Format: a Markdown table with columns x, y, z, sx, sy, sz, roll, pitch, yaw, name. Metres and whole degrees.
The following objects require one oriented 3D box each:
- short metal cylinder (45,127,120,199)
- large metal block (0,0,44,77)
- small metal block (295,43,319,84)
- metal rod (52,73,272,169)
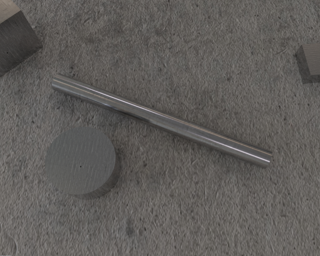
| x | y | z | sx | sy | sz | roll | pitch | yaw | name |
| --- | --- | --- | --- | --- | --- | --- | --- | --- | --- |
| -0.091 | 0.044 | 0.378 | 0.081 | 0.050 | 0.080 | 0 | 70 | 0 | short metal cylinder |
| -0.221 | -0.126 | 0.423 | 0.080 | 0.080 | 0.050 | -42 | 75 | -14 | large metal block |
| 0.229 | -0.093 | 0.444 | 0.050 | 0.025 | 0.050 | -5 | 70 | -2 | small metal block |
| -0.003 | -0.012 | 0.412 | 0.301 | 0.025 | 0.025 | 20 | 71 | 7 | metal rod |
